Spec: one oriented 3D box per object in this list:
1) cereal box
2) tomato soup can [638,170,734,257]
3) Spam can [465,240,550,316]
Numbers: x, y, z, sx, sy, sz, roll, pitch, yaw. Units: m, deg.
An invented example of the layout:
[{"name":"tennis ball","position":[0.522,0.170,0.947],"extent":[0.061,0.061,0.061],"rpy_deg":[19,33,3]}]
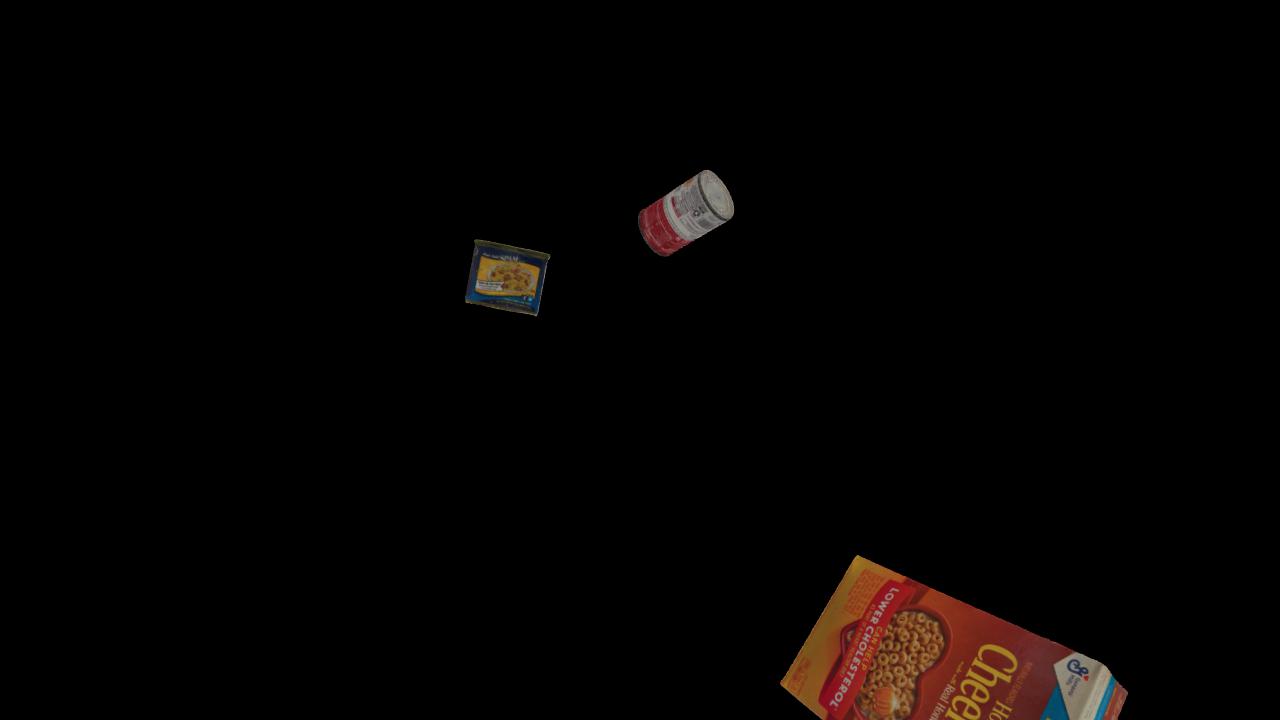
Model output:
[{"name":"cereal box","position":[0.327,0.369,0.691],"extent":[0.081,0.203,0.306],"rpy_deg":[44,-15,-22]},{"name":"tomato soup can","position":[0.056,-0.179,0.754],"extent":[0.101,0.068,0.068],"rpy_deg":[-25,-16,38]},{"name":"Spam can","position":[-0.178,-0.109,0.829],"extent":[0.101,0.085,0.058],"rpy_deg":[10,2,-8]}]
